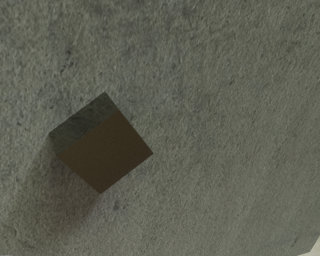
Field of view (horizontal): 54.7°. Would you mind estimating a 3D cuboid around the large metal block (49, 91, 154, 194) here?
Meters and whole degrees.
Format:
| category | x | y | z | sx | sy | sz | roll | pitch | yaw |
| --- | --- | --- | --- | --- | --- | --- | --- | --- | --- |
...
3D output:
| category | x | y | z | sx | sy | sz | roll | pitch | yaw |
| --- | --- | --- | --- | --- | --- | --- | --- | --- | --- |
| large metal block | -0.068 | 0.018 | 0.366 | 0.080 | 0.050 | 0.080 | -38 | 130 | -3 |
